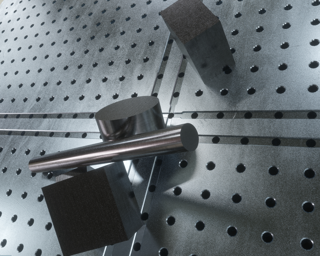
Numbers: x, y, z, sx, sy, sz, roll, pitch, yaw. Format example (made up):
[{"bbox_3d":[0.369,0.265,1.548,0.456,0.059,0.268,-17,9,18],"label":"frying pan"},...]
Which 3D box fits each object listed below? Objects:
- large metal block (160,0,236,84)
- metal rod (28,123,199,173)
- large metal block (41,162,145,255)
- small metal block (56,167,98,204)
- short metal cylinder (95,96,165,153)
[{"bbox_3d":[0.051,-0.121,0.419,0.050,0.080,0.080,-32,52,7],"label":"large metal block"},{"bbox_3d":[-0.081,0.032,0.369,0.299,0.025,0.025,-13,55,43],"label":"metal rod"},{"bbox_3d":[-0.075,0.089,0.353,0.080,0.050,0.080,-20,86,16],"label":"large metal block"},{"bbox_3d":[-0.110,0.083,0.413,0.050,0.025,0.050,-24,53,13],"label":"small metal block"},{"bbox_3d":[-0.035,-0.003,0.386,0.080,0.050,0.080,-12,21,5],"label":"short metal cylinder"}]
